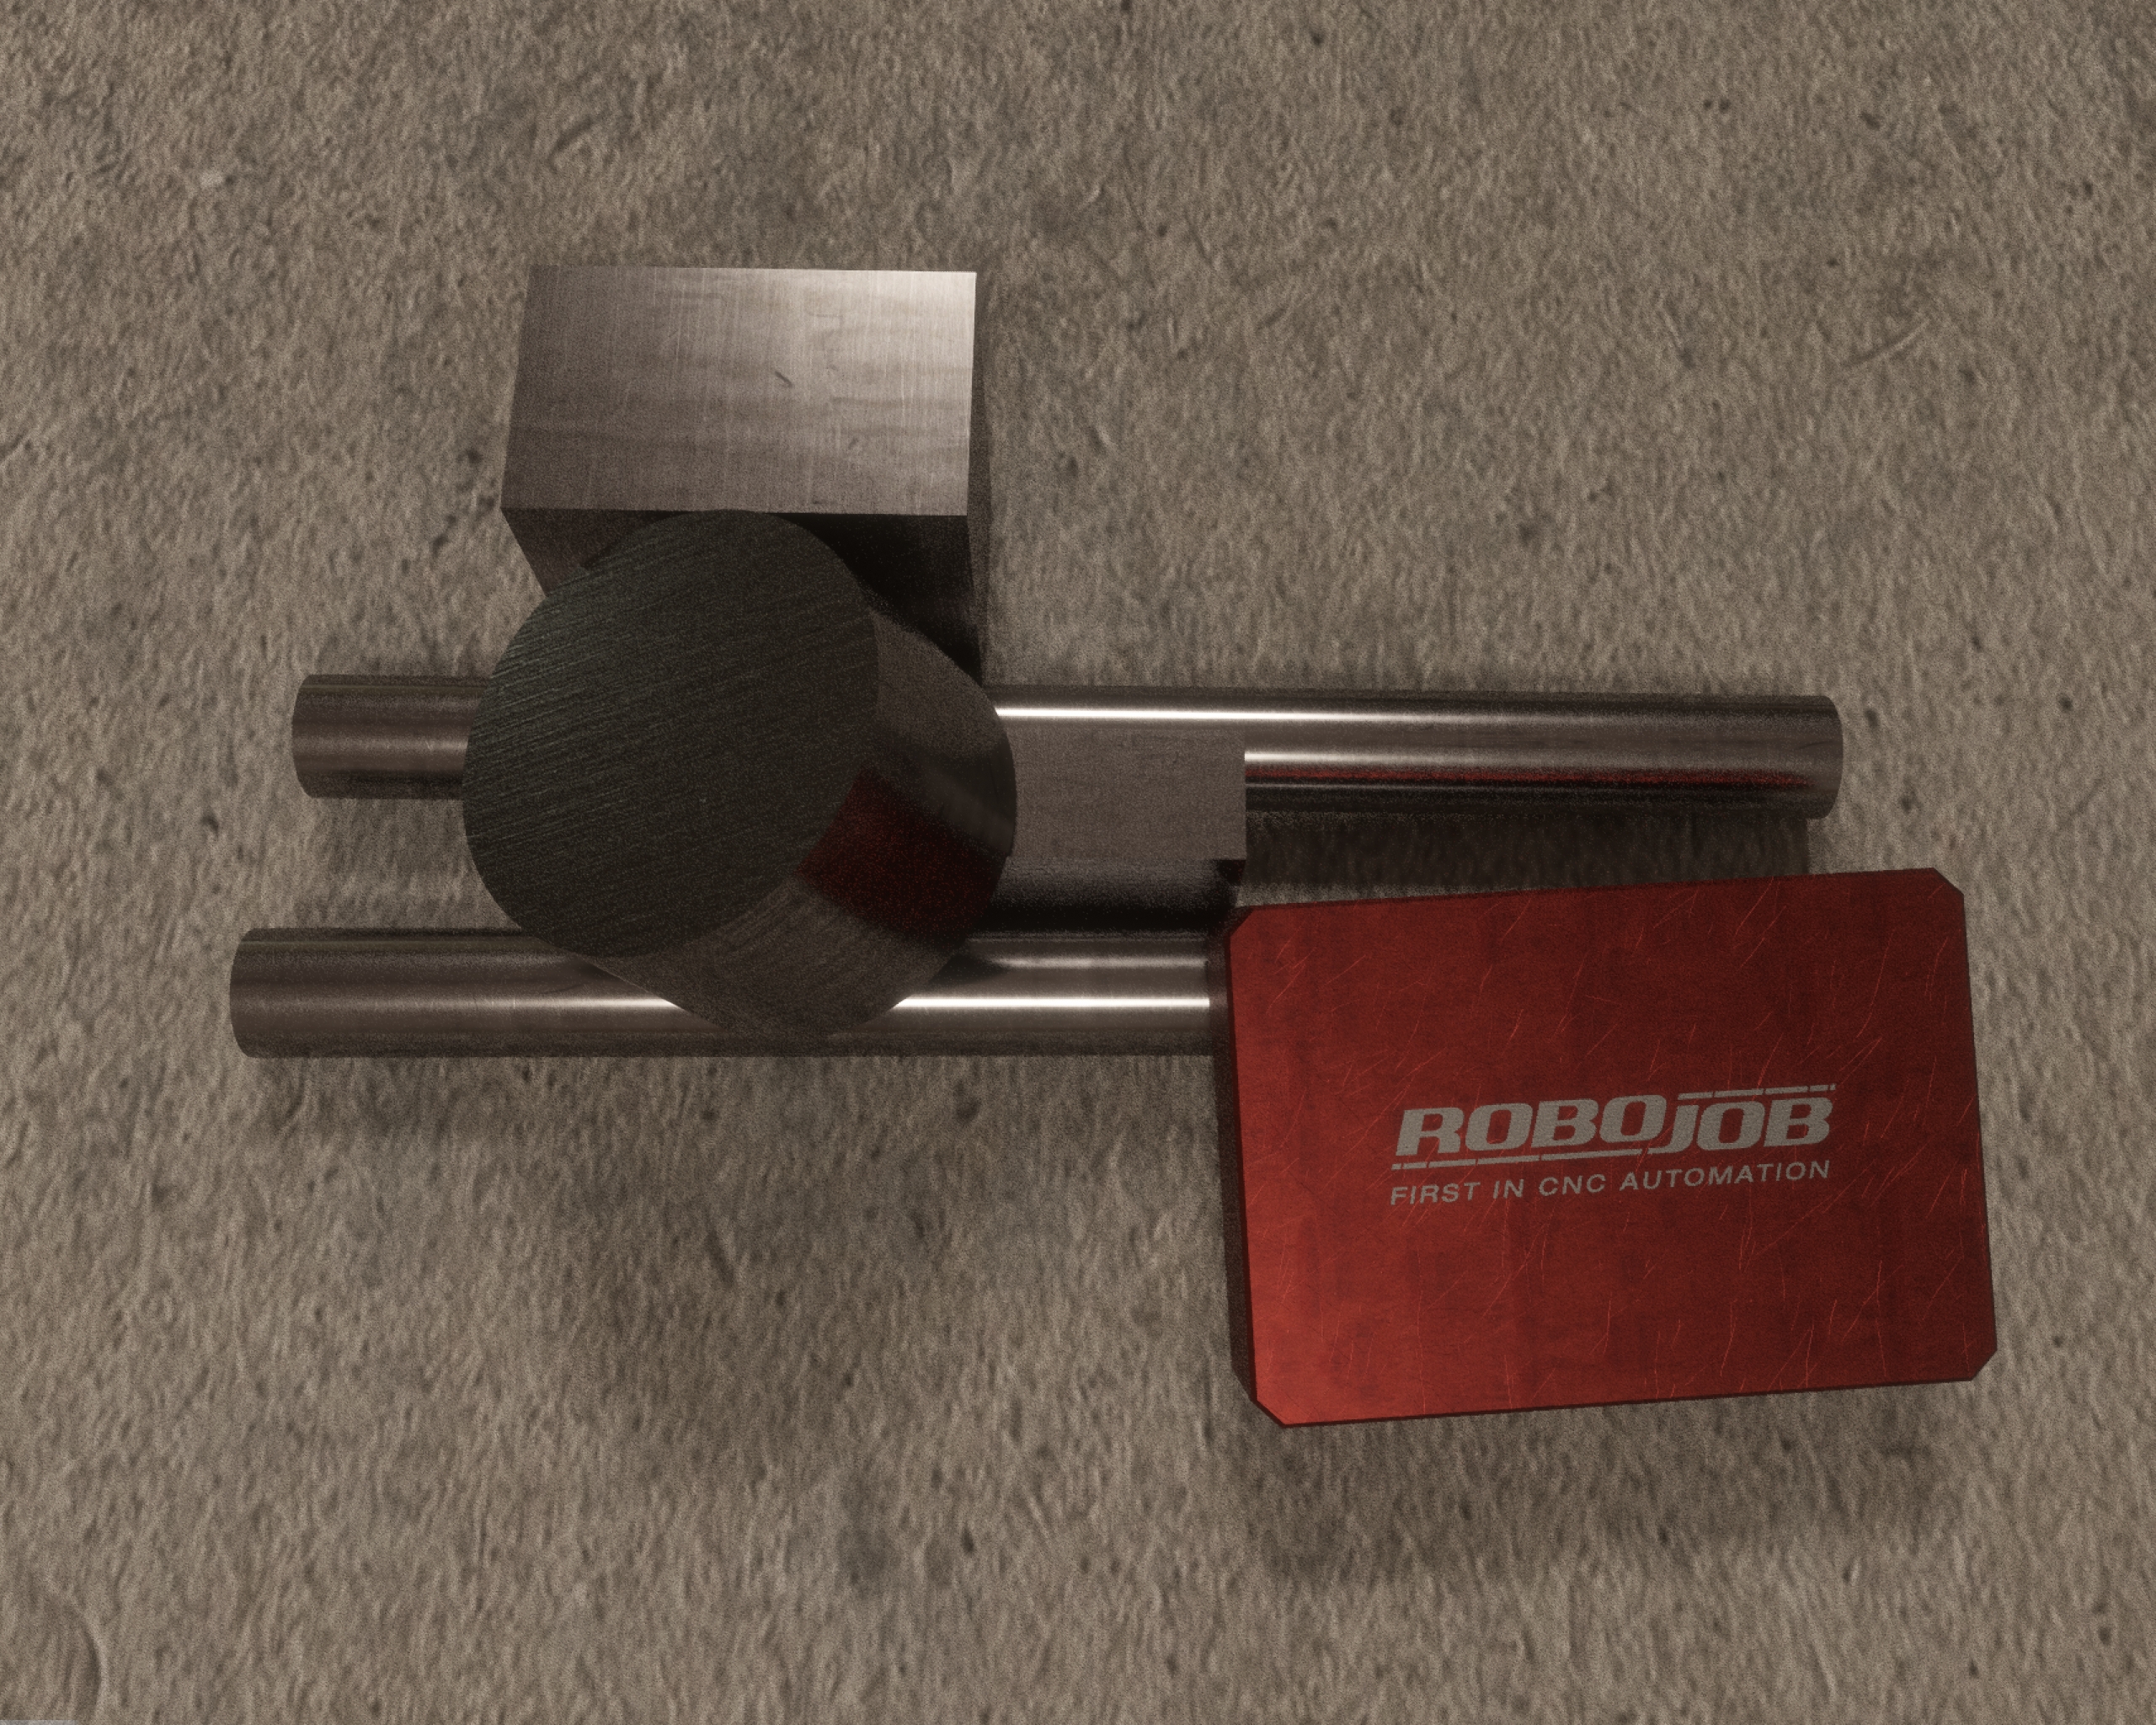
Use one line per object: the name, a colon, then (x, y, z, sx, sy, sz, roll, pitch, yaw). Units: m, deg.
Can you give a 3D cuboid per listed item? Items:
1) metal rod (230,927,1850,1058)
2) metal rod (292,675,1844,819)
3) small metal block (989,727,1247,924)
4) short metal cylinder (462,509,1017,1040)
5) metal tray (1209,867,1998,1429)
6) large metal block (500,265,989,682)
metal rod: (-0.006, 0.025, 0.401, 0.302, 0.025, 0.025, 0, 70, -1)
metal rod: (-0.002, -0.023, 0.418, 0.302, 0.025, 0.025, 1, 70, 0)
small metal block: (0.005, -0.004, 0.397, 0.050, 0.050, 0.025, 1, 70, 0)
short metal cylinder: (-0.058, -0.014, 0.363, 0.080, 0.050, 0.080, -9, 66, 22)
metal tray: (0.092, 0.049, 0.375, 0.131, 0.030, 0.089, -3, 88, -3)
large metal block: (-0.059, -0.071, 0.406, 0.081, 0.080, 0.050, 1, 70, 0)
